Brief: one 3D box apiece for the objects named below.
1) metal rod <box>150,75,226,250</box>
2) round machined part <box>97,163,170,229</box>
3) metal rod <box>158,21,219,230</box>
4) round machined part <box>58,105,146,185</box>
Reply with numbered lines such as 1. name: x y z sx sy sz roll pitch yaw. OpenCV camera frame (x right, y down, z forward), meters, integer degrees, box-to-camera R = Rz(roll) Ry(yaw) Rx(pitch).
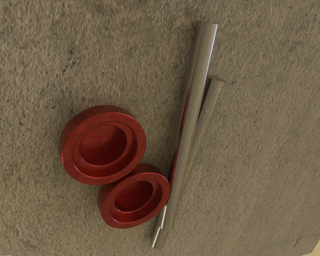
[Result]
1. metal rod: 0.035 0.065 0.466 0.025 0.025 0.298 3 117 -30
2. round machined part: -0.039 0.088 0.427 0.099 0.042 0.097 -16 128 -22
3. metal rod: 0.033 0.012 0.418 0.025 0.025 0.298 -2 115 -27
4. round machined part: -0.070 0.016 0.368 0.099 0.042 0.097 -14 124 -21
